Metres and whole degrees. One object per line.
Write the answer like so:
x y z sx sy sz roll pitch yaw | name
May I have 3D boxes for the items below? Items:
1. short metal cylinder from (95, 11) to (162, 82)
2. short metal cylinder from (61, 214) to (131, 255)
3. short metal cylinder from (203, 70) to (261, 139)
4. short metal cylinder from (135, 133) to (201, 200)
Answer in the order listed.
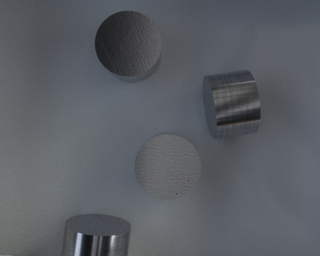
-0.038 -0.102 0.398 0.081 0.050 0.080 0 90 0 | short metal cylinder
-0.079 0.143 0.383 0.080 0.080 0.050 7 90 0 | short metal cylinder
0.086 -0.029 0.384 0.050 0.080 0.080 -8 90 0 | short metal cylinder
0.010 0.047 0.399 0.081 0.050 0.080 0 90 0 | short metal cylinder
